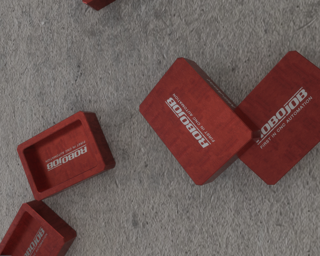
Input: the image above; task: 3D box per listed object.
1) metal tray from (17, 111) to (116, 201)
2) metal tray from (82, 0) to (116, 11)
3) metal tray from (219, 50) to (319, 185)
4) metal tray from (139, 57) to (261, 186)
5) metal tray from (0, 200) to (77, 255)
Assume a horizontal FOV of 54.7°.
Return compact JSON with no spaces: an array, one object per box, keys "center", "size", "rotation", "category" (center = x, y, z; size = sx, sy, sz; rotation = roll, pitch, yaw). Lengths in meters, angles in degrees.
[{"center":[-0.140,0.042,0.455],"size":[0.130,0.030,0.090],"rotation":[-26,82,18],"category":"metal tray"},{"center":[-0.059,-0.235,0.427],"size":[0.130,0.030,0.090],"rotation":[-22,83,18],"category":"metal tray"},{"center":[0.140,-0.011,0.357],"size":[0.090,0.030,0.130],"rotation":[44,104,14],"category":"metal tray"},{"center":[0.042,-0.009,0.370],"size":[0.090,0.030,0.130],"rotation":[-49,65,25],"category":"metal tray"},{"center":[-0.197,0.187,0.475],"size":[0.090,0.030,0.129],"rotation":[35,101,16],"category":"metal tray"}]
